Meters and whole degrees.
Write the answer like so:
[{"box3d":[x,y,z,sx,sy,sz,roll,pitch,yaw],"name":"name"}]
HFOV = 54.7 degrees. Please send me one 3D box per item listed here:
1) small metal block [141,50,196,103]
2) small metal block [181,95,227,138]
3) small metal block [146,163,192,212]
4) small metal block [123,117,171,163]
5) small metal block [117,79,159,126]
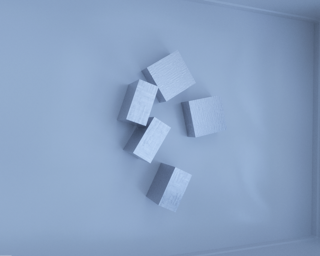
[{"box3d":[0.012,-0.069,0.416,0.050,0.025,0.050,-34,101,-17],"name":"small metal block"},{"box3d":[0.062,-0.017,0.435,0.050,0.025,0.050,-13,95,-20],"name":"small metal block"},{"box3d":[0.010,0.076,0.402,0.025,0.050,0.050,28,81,-18],"name":"small metal block"},{"box3d":[-0.018,0.014,0.392,0.025,0.050,0.050,33,79,-17],"name":"small metal block"},{"box3d":[-0.029,-0.030,0.387,0.025,0.050,0.050,20,83,-19],"name":"small metal block"}]
